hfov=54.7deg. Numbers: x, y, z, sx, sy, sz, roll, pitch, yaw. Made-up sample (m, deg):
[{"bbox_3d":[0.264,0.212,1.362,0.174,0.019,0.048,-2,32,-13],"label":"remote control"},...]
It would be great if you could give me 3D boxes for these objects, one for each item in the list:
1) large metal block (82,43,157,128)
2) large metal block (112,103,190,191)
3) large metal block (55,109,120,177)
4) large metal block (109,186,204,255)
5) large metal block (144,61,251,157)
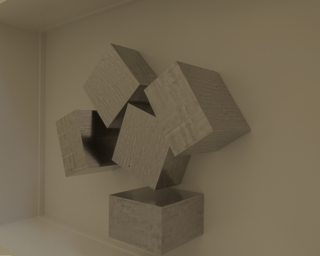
[{"bbox_3d":[-0.052,-0.056,0.429,0.080,0.050,0.080,-49,61,28],"label":"large metal block"},{"bbox_3d":[-0.007,0.021,0.393,0.080,0.050,0.079,28,108,36],"label":"large metal block"},{"bbox_3d":[-0.093,0.021,0.444,0.050,0.081,0.080,-24,75,37],"label":"large metal block"},{"bbox_3d":[-0.004,0.104,0.371,0.080,0.081,0.050,1,91,39],"label":"large metal block"},{"bbox_3d":[0.041,-0.019,0.333,0.050,0.081,0.080,-38,67,33],"label":"large metal block"}]
